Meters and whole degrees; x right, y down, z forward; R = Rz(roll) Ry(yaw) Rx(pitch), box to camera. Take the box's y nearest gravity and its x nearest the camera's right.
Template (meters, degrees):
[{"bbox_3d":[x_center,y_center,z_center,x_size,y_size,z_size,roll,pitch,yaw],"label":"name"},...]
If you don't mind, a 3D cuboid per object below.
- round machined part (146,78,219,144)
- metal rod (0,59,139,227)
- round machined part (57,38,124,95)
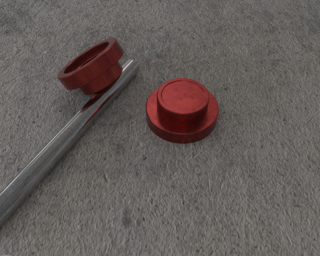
[{"bbox_3d":[0.030,-0.030,0.418,0.099,0.042,0.098,0,50,0],"label":"round machined part"},{"bbox_3d":[-0.113,0.005,0.398,0.025,0.025,0.301,22,53,17],"label":"metal rod"},{"bbox_3d":[-0.093,-0.084,0.443,0.098,0.042,0.098,-25,29,16],"label":"round machined part"}]
